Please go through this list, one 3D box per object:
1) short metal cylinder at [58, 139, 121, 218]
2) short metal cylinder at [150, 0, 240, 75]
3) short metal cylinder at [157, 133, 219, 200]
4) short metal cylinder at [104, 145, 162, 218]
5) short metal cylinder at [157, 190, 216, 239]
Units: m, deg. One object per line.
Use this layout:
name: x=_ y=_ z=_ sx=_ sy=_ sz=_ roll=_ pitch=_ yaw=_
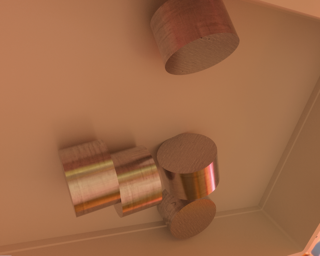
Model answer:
short metal cylinder: x=-0.084 y=0.057 z=0.363 sx=0.050 sy=0.080 sz=0.079 roll=-15 pitch=125 yaw=-20
short metal cylinder: x=0.036 y=-0.097 z=0.325 sx=0.080 sy=0.050 sz=0.080 roll=-17 pitch=167 yaw=-4
short metal cylinder: x=0.040 y=0.051 z=0.427 sx=0.081 sy=0.080 sz=0.050 roll=-23 pitch=127 yaw=-15
short metal cylinder: x=-0.037 y=0.067 z=0.394 sx=0.050 sy=0.080 sz=0.079 roll=-15 pitch=125 yaw=-20
short metal cylinder: x=0.042 y=0.129 z=0.495 sx=0.081 sy=0.050 sz=0.079 roll=-14 pitch=124 yaw=-21
